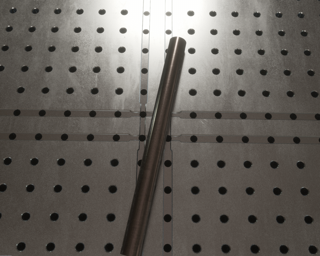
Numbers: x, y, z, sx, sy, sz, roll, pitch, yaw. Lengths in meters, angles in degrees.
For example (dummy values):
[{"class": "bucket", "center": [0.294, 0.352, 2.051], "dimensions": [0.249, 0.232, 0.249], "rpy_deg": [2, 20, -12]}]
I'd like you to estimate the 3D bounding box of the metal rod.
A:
[{"class": "metal rod", "center": [-0.004, 0.010, 0.407], "dimensions": [0.025, 0.025, 0.299], "rpy_deg": [11, 70, 4]}]
